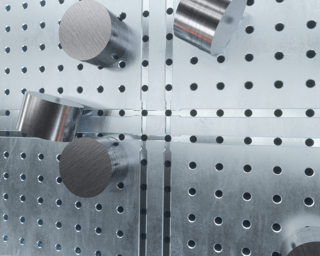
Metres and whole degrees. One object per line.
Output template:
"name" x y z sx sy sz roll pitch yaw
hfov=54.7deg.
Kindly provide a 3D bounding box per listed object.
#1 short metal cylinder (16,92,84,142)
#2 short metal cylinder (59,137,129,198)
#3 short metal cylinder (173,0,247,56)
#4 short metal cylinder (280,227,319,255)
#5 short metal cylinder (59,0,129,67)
"short metal cylinder" -0.154 -0.017 0.436 0.080 0.080 0.050 19 97 18
"short metal cylinder" -0.090 0.052 0.430 0.080 0.050 0.079 0 90 19
"short metal cylinder" 0.059 -0.132 0.362 0.050 0.080 0.080 32 100 17
"short metal cylinder" 0.174 0.155 0.338 0.080 0.050 0.079 0 90 19
"short metal cylinder" -0.091 -0.129 0.430 0.080 0.050 0.079 0 90 19
